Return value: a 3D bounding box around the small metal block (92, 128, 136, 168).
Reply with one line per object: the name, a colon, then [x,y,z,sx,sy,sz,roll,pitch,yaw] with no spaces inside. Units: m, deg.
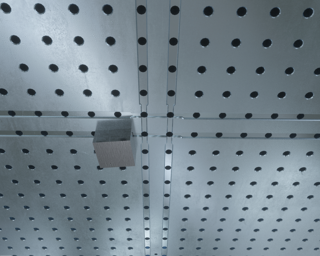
small metal block: [-0.062,0.029,0.435,0.050,0.025,0.050,-4,130,3]
